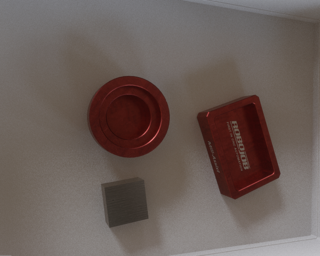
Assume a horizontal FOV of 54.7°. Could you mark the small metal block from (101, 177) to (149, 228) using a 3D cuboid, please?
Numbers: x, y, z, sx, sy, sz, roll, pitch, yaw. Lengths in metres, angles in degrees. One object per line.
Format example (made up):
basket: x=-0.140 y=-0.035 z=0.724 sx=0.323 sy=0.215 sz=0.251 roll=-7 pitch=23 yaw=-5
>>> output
small metal block: x=-0.045 y=0.093 z=0.395 sx=0.050 sy=0.025 sz=0.050 roll=-7 pitch=93 yaw=-20

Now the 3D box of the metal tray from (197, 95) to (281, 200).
metal tray: x=0.116 y=0.026 z=0.452 sx=0.091 sy=0.030 sz=0.129 roll=-20 pitch=97 yaw=-19

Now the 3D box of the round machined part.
round machined part: x=-0.041 y=-0.014 z=0.387 sx=0.099 sy=0.042 sz=0.097 roll=0 pitch=90 yaw=-21
